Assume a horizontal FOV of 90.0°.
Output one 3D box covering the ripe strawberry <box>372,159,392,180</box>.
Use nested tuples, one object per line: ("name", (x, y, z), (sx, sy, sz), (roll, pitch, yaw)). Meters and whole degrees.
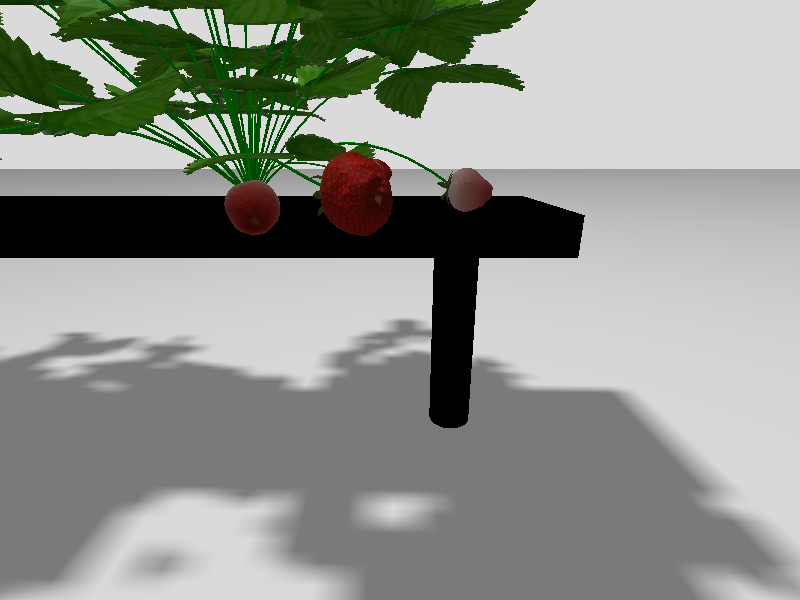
("ripe strawberry", (-0.026, -0.146, 0.464), (0.037, 0.033, 0.034), (14, 23, 33))

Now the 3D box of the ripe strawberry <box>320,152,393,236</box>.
("ripe strawberry", (-0.018, -0.046, 0.178), (0.032, 0.037, 0.035), (-12, 23, -31))

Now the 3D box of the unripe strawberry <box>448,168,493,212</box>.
("unripe strawberry", (0.049, -0.076, 0.277), (0.030, 0.029, 0.028), (14, 23, 16))

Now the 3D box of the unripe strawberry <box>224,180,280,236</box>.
("unripe strawberry", (-0.067, -0.041, 0.184), (0.024, 0.026, 0.027), (-7, 35, -18))
